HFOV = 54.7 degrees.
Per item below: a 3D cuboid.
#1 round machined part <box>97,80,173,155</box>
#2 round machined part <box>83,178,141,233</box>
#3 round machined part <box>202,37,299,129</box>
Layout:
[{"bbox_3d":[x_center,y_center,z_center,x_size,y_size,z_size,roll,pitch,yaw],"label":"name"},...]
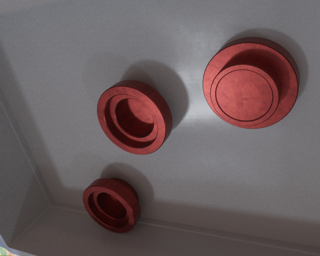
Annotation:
[{"bbox_3d":[-0.029,-0.017,0.402,0.098,0.042,0.097,13,124,21],"label":"round machined part"},{"bbox_3d":[-0.075,0.122,0.512,0.098,0.042,0.097,13,123,21],"label":"round machined part"},{"bbox_3d":[0.091,-0.041,0.324,0.098,0.042,0.097,13,124,21],"label":"round machined part"}]
